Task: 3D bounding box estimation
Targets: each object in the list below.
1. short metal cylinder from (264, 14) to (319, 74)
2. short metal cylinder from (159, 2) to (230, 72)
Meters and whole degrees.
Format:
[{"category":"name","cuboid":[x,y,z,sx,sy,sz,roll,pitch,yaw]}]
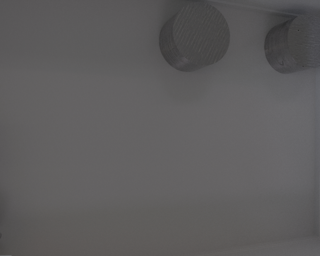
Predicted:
[{"category":"short metal cylinder","cuboid":[0.209,-0.127,0.474,0.081,0.050,0.080,0,90,-20]},{"category":"short metal cylinder","cuboid":[0.045,-0.119,0.413,0.081,0.050,0.080,0,90,-20]}]
